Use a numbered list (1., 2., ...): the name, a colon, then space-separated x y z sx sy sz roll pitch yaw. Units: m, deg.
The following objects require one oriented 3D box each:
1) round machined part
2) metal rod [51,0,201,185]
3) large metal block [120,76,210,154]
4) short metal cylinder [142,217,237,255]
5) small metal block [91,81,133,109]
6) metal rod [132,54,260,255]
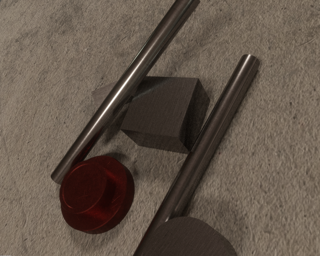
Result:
1. round machined part: -0.085 0.079 0.388 0.098 0.042 0.098 -13 56 20
2. metal rod: -0.052 -0.043 0.402 0.299 0.025 0.025 -52 50 12
3. large metal block: 0.008 -0.018 0.393 0.080 0.050 0.080 8 65 31
4. short metal cylinder: 0.030 0.130 0.292 0.080 0.050 0.080 -13 56 20
5. small metal block: -0.061 -0.047 0.444 0.050 0.050 0.025 -20 86 16
6. metal rod: 0.042 0.039 0.356 0.025 0.025 0.300 20 72 35
